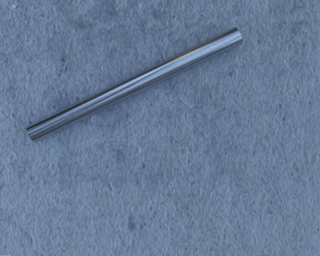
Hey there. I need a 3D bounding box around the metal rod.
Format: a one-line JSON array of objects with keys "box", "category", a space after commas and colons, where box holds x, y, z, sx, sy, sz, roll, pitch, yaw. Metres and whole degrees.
[{"box": [-0.033, -0.057, 0.409, 0.301, 0.025, 0.025, -26, 90, -1], "category": "metal rod"}]
